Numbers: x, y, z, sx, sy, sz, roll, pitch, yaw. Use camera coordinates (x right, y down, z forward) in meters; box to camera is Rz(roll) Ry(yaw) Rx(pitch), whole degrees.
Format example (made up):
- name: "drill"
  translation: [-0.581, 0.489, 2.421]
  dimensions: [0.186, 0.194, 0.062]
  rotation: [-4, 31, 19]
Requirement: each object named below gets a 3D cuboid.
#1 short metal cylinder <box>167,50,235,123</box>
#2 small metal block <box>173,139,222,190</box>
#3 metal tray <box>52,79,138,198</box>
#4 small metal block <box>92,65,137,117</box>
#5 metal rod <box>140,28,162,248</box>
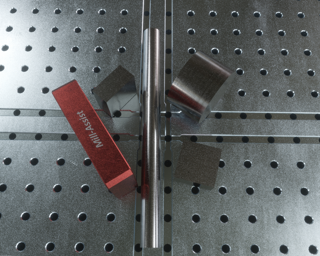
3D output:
- name: "short metal cylinder"
  translation: [0.053, -0.053, 0.402]
  dimensions: [0.050, 0.080, 0.080]
  rotation: [36, 74, 12]
- name: "small metal block"
  translation: [0.048, 0.047, 0.396]
  dimensions: [0.050, 0.025, 0.050]
  rotation: [14, 71, 5]
- name: "metal tray"
  translation: [-0.075, 0.016, 0.370]
  dimensions: [0.030, 0.090, 0.130]
  rotation: [-31, 73, -11]
- name: "small metal block"
  translation: [-0.059, -0.048, 0.414]
  dimensions: [0.025, 0.050, 0.050]
  rotation: [40, 75, 13]
- name: "metal rod"
  translation: [-0.011, -0.001, 0.411]
  dimensions: [0.025, 0.025, 0.299]
  rotation: [0, 70, -1]
